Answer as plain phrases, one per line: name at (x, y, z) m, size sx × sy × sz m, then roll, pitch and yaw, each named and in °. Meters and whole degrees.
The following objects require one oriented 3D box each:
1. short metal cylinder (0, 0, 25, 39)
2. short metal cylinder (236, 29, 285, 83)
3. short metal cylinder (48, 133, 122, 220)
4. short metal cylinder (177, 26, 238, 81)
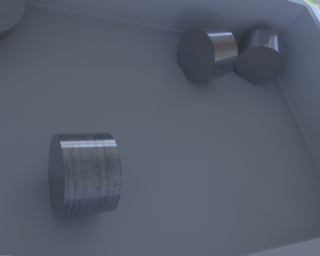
short metal cylinder at (-0.200, -0.142, 0.347) m, size 0.081 × 0.050 × 0.079 m, roll -1°, pitch 92°, yaw -36°
short metal cylinder at (0.177, -0.125, 0.545) m, size 0.080 × 0.080 × 0.050 m, roll 28°, pitch 52°, yaw -11°
short metal cylinder at (-0.076, 0.045, 0.303) m, size 0.050 × 0.080 × 0.080 m, roll -1°, pitch 62°, yaw -29°
short metal cylinder at (0.073, -0.116, 0.483) m, size 0.050 × 0.080 × 0.080 m, roll -17°, pitch 71°, yaw -35°
